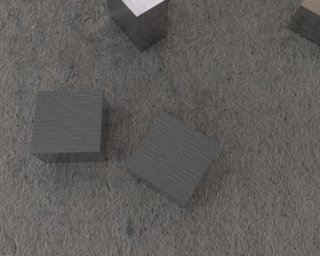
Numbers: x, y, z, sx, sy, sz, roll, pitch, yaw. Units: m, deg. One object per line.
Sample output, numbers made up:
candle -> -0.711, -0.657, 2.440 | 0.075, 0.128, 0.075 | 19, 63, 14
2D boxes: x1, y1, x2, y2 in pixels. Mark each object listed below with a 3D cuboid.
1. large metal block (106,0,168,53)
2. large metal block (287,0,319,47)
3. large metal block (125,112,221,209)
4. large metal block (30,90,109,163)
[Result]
large metal block -> -0.033, -0.170, 0.441 | 0.050, 0.080, 0.080 | -36, 74, -12
large metal block -> 0.253, -0.170, 0.459 | 0.080, 0.050, 0.080 | 36, 74, 12
large metal block -> 0.016, 0.040, 0.380 | 0.080, 0.050, 0.080 | 31, 73, 10
large metal block -> -0.110, -0.001, 0.394 | 0.081, 0.050, 0.080 | -1, 70, -1
